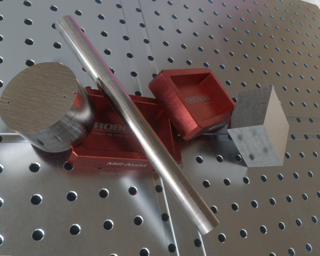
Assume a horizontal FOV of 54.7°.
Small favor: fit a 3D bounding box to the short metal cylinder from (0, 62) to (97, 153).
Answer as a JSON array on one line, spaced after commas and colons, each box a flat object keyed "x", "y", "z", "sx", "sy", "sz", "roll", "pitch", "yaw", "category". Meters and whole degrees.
[{"x": -0.113, "y": -0.021, "z": 0.321, "sx": 0.080, "sy": 0.050, "sz": 0.080, "roll": -4, "pitch": 63, "yaw": 9, "category": "short metal cylinder"}]

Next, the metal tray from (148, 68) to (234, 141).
[{"x": 0.054, "y": -0.039, "z": 0.433, "sx": 0.131, "sy": 0.030, "sz": 0.090, "roll": -16, "pitch": 70, "yaw": -52, "category": "metal tray"}]

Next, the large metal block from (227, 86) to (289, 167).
[{"x": 0.145, "y": -0.001, "z": 0.448, "sx": 0.080, "sy": 0.050, "sz": 0.080, "roll": 55, "pitch": 45, "yaw": -30, "category": "large metal block"}]

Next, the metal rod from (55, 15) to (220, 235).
[{"x": -0.032, "y": -0.011, "z": 0.359, "sx": 0.025, "sy": 0.025, "sz": 0.299, "roll": -28, "pitch": 77, "yaw": -37, "category": "metal rod"}]

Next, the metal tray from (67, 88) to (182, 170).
[{"x": -0.043, "y": 0.003, "z": 0.379, "sx": 0.131, "sy": 0.030, "sz": 0.090, "roll": 6, "pitch": 59, "yaw": -25, "category": "metal tray"}]
